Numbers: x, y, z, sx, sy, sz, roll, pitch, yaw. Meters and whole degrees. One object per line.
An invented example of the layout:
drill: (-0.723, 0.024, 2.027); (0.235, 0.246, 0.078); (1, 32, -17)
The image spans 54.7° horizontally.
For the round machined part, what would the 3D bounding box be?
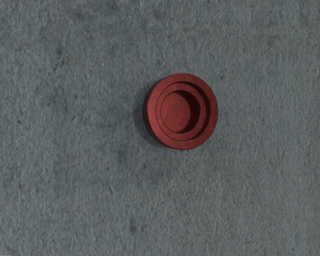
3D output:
round machined part: (0.024, -0.021, 0.410); (0.099, 0.042, 0.097); (0, 90, -21)
